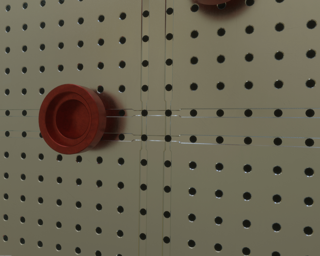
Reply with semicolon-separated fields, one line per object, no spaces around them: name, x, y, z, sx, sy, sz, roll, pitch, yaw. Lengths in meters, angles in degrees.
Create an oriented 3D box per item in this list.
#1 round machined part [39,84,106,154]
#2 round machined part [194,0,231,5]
round machined part;-0.120;-0.012;0.444;0.098;0.042;0.097;0;90;19
round machined part;0.069;-0.199;0.379;0.098;0.042;0.097;0;90;19
